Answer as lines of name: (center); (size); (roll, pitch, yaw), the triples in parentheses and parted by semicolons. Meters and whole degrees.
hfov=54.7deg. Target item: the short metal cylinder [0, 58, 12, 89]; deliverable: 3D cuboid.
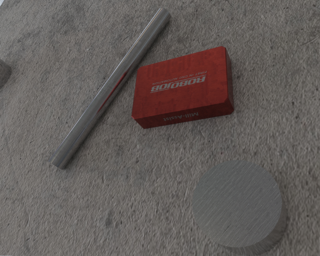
short metal cylinder: (-0.363, -0.117, 0.650); (0.080, 0.050, 0.080); (-13, 56, 21)

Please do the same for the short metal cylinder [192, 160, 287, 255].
short metal cylinder: (0.078, 0.077, 0.299); (0.080, 0.050, 0.080); (-13, 56, 21)

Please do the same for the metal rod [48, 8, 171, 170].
metal rod: (-0.072, -0.068, 0.483); (0.025, 0.025, 0.300); (24, 74, 36)

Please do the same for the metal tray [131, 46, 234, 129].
metal tray: (0.030, -0.053, 0.418); (0.130, 0.030, 0.090); (-10, 57, 23)
